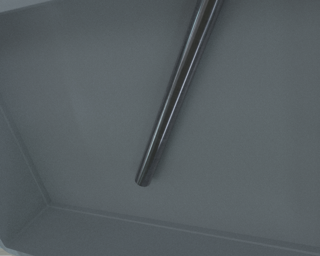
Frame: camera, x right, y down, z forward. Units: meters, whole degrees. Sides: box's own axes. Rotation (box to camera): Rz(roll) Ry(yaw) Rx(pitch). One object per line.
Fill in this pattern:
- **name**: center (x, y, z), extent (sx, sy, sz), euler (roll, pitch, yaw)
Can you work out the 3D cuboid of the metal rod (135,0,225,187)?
- **metal rod**: center (0.015, -0.032, 0.379), extent (0.025, 0.025, 0.298), euler (28, 128, 10)
